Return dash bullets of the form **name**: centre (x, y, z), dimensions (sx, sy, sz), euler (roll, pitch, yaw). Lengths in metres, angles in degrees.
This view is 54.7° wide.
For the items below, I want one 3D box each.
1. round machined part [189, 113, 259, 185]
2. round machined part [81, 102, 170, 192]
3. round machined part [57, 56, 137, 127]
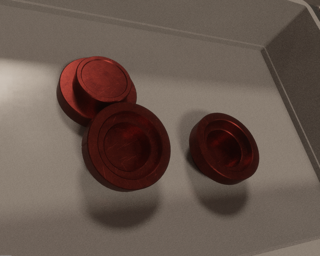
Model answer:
- **round machined part**: centre (0.082, 0.031, 0.422), dimensions (0.099, 0.042, 0.098), euler (14, 56, -21)
- **round machined part**: centre (-0.041, 0.023, 0.351), dimensions (0.099, 0.042, 0.098), euler (10, 69, -28)
- **round machined part**: centre (-0.075, -0.050, 0.386), dimensions (0.099, 0.042, 0.098), euler (14, 56, -21)
